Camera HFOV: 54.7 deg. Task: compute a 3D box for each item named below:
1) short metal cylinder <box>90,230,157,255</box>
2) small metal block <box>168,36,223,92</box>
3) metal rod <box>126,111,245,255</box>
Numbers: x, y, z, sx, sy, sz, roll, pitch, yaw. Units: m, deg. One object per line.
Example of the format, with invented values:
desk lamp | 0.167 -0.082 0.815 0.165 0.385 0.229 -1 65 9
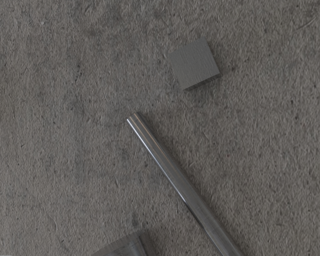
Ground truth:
short metal cylinder | -0.045 0.172 0.395 0.080 0.080 0.050 -28 81 18
small metal block | 0.045 -0.080 0.393 0.050 0.025 0.050 -23 82 18
metal rod | 0.051 0.103 0.390 0.025 0.025 0.299 -39 78 16
